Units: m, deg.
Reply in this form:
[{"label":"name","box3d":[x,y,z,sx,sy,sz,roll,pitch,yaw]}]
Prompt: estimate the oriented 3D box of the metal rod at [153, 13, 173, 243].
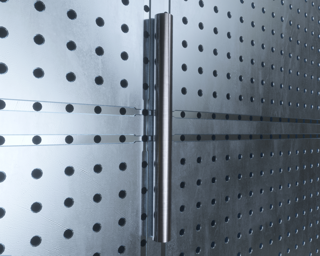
[{"label":"metal rod","box3d":[0.004,-0.001,0.414,0.025,0.025,0.298,1,90,-40]}]
